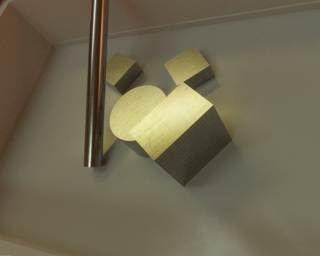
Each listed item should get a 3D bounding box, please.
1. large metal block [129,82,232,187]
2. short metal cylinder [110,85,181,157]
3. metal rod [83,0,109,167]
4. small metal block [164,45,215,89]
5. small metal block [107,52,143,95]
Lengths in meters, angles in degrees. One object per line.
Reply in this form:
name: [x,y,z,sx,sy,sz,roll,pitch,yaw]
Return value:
large metal block: [0.026,0.010,0.350,0.080,0.080,0.050,-44,51,-2]
short metal cylinder: [-0.017,-0.008,0.402,0.080,0.050,0.080,-13,56,20]
metal rod: [-0.086,-0.097,0.427,0.025,0.025,0.298,1,88,28]
small metal block: [0.040,-0.081,0.433,0.050,0.025,0.050,-32,52,7]
small metal block: [-0.064,-0.088,0.491,0.050,0.025,0.050,35,81,38]
